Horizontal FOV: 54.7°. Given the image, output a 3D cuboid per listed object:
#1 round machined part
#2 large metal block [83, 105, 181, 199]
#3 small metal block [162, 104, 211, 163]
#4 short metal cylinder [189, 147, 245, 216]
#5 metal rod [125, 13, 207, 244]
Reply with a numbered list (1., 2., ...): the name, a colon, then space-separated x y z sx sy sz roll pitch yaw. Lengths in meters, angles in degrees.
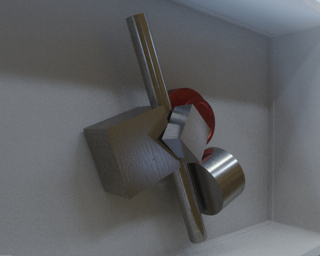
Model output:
1. round machined part: 0.038 -0.007 0.427 0.099 0.042 0.097 0 90 -40
2. large metal block: -0.030 0.024 0.361 0.081 0.050 0.080 -26 107 -37
3. small metal block: 0.033 0.007 0.372 0.050 0.025 0.050 50 49 -37
4. short metal cylinder: 0.069 0.073 0.430 0.050 0.080 0.080 -26 107 -37
5. metal rod: 0.013 0.011 0.390 0.025 0.025 0.298 -26 107 -37
